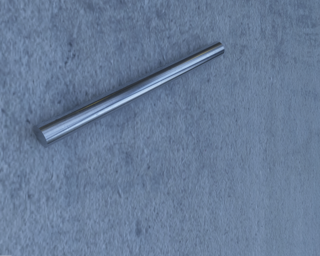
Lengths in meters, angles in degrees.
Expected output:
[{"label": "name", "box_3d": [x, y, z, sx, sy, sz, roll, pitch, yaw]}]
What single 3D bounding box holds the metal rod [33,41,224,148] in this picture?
[{"label": "metal rod", "box_3d": [-0.014, -0.057, 0.394, 0.302, 0.025, 0.025, -32, 110, -36]}]
